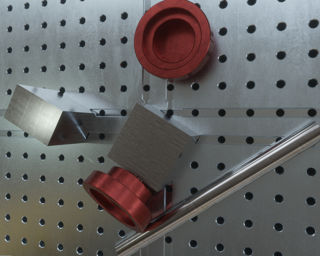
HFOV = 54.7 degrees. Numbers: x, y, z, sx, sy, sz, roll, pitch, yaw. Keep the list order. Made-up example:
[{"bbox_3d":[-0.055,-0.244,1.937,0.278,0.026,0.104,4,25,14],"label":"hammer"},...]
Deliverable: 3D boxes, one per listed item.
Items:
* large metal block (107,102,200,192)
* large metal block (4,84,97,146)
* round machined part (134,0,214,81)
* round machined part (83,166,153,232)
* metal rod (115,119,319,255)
[{"bbox_3d":[-0.007,0.023,0.402,0.080,0.050,0.080,33,101,17],"label":"large metal block"},{"bbox_3d":[-0.151,-0.018,0.437,0.080,0.080,0.050,29,100,17],"label":"large metal block"},{"bbox_3d":[0.020,-0.109,0.396,0.098,0.042,0.097,0,90,20],"label":"round machined part"},{"bbox_3d":[-0.049,0.087,0.402,0.098,0.098,0.042,32,62,17],"label":"round machined part"},{"bbox_3d":[0.063,0.085,0.390,0.300,0.025,0.025,-36,79,16],"label":"metal rod"}]
